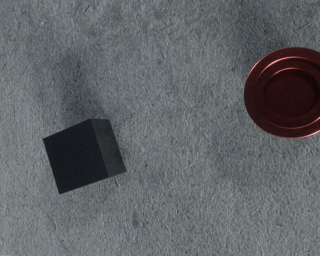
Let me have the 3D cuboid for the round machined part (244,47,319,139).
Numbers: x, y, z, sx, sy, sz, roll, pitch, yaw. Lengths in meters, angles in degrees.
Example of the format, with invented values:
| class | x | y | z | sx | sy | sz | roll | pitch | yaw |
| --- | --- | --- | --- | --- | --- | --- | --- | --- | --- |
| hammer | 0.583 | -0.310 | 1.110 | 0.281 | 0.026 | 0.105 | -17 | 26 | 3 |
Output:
| class | x | y | z | sx | sy | sz | roll | pitch | yaw |
| --- | --- | --- | --- | --- | --- | --- | --- | --- | --- |
| round machined part | 0.147 | -0.037 | 0.348 | 0.098 | 0.042 | 0.097 | 0 | 90 | 20 |

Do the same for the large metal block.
| class | x | y | z | sx | sy | sz | roll | pitch | yaw |
| --- | --- | --- | --- | --- | --- | --- | --- | --- | --- |
| large metal block | -0.105 | 0.039 | 0.433 | 0.080 | 0.050 | 0.080 | -21 | 83 | 18 |
